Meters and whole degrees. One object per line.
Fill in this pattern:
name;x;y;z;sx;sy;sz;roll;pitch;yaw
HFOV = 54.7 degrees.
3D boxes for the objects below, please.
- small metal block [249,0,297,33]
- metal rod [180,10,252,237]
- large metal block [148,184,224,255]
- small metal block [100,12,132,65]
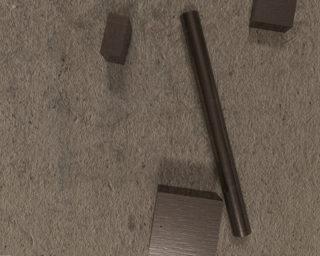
small metal block;0.150;-0.159;0.412;0.050;0.025;0.050;9;90;-1
metal rod;0.074;-0.005;0.410;0.025;0.025;0.298;-14;90;0
large metal block;0.031;0.122;0.398;0.081;0.050;0.080;9;90;-1
small metal block;-0.055;-0.112;0.397;0.025;0.050;0.050;12;90;0
